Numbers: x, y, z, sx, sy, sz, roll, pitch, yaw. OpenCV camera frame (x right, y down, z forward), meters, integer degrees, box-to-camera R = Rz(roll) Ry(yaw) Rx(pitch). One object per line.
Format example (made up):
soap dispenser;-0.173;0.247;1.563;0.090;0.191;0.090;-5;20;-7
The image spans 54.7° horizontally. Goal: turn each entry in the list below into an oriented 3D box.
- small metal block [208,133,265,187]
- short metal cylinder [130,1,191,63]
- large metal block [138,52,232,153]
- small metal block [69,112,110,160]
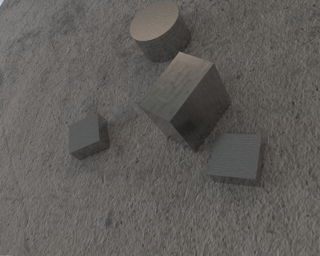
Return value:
small metal block;0.084;0.034;0.339;0.050;0.025;0.050;2;62;29
short metal cylinder;0.001;-0.148;0.478;0.080;0.050;0.080;-13;56;21
large metal block;0.033;-0.029;0.369;0.050;0.080;0.080;29;78;37
small metal block;-0.104;0.012;0.451;0.050;0.025;0.050;-23;53;14
